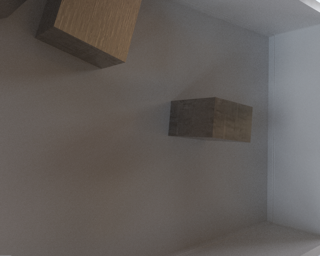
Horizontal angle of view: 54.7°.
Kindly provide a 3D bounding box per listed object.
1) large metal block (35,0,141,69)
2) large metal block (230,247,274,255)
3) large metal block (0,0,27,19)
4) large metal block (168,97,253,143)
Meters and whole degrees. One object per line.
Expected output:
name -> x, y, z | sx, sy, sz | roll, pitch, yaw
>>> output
large metal block -> -0.074, -0.119, 0.330 | 0.080, 0.050, 0.080 | 21, 77, -38
large metal block -> 0.148, 0.258, 0.521 | 0.081, 0.050, 0.079 | -3, 92, -40
large metal block -> -0.156, -0.112, 0.239 | 0.081, 0.080, 0.050 | -34, 111, -37
large metal block -> 0.070, -0.009, 0.432 | 0.081, 0.080, 0.050 | 8, 85, -40
